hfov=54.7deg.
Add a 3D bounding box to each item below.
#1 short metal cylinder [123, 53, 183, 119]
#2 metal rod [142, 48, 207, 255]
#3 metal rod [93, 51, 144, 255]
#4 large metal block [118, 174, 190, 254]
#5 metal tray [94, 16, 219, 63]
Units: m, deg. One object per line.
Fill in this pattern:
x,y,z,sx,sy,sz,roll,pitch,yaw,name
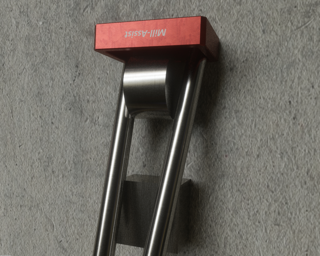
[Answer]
-0.005,-0.050,0.382,0.050,0.080,0.079,2,91,19,short metal cylinder
0.015,0.046,0.355,0.025,0.025,0.299,9,78,19,metal rod
-0.051,0.042,0.379,0.025,0.025,0.299,2,76,19,metal rod
-0.008,0.105,0.396,0.080,0.050,0.079,2,91,19,large metal block
-0.001,-0.102,0.375,0.130,0.090,0.030,3,91,19,metal tray
